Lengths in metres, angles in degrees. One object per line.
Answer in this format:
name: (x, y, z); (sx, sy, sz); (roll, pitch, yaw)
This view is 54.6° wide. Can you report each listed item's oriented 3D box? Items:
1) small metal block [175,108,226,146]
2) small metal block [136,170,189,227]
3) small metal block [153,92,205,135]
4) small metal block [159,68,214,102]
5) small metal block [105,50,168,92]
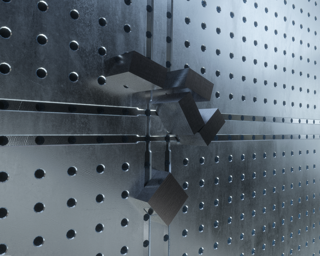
small metal block: (0.055, -0.002, 0.438); (0.050, 0.050, 0.025); (-49, 119, -29)
small metal block: (0.004, 0.093, 0.412); (0.050, 0.025, 0.050); (-50, 120, -28)
small metal block: (0.025, -0.019, 0.412); (0.025, 0.050, 0.050); (-41, 115, -32)
small metal block: (0.036, -0.056, 0.422); (0.050, 0.050, 0.025); (25, 75, -37)
small metal block: (-0.028, -0.065, 0.368); (0.050, 0.050, 0.025); (21, 77, -38)
